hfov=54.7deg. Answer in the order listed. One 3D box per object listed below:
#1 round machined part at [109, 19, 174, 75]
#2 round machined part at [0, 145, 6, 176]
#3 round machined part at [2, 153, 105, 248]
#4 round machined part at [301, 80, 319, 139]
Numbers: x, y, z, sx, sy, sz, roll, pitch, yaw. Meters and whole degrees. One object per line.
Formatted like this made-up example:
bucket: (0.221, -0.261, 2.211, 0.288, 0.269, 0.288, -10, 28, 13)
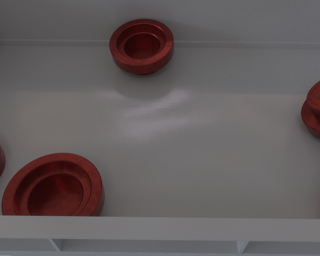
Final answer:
round machined part: (-0.027, -0.122, 0.489, 0.099, 0.042, 0.098, -2, 60, 3)
round machined part: (-0.238, 0.036, 0.358, 0.099, 0.042, 0.098, 3, 50, -3)
round machined part: (-0.108, 0.078, 0.328, 0.099, 0.042, 0.098, 0, 50, 0)
round machined part: (0.227, -0.033, 0.390, 0.098, 0.042, 0.098, -31, 29, 20)
